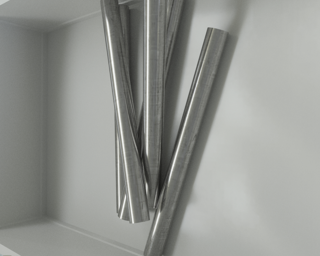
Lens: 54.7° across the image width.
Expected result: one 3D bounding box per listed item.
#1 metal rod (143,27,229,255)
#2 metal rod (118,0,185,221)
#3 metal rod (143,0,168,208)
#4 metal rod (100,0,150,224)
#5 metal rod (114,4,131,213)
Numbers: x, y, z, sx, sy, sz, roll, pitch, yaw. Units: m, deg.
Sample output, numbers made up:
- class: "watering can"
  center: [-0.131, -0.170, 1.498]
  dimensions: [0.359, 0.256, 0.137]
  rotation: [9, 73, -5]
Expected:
- class: "metal rod"
  center: [0.028, 0.030, 0.383]
  dimensions: [0.025, 0.025, 0.298]
  rotation: [25, 105, 37]
- class: "metal rod"
  center: [-0.012, -0.023, 0.407]
  dimensions: [0.025, 0.025, 0.298]
  rotation: [18, 98, 38]
- class: "metal rod"
  center: [-0.007, -0.036, 0.359]
  dimensions: [0.025, 0.025, 0.298]
  rotation: [21, 120, 38]
- class: "metal rod"
  center: [-0.047, -0.032, 0.402]
  dimensions: [0.025, 0.025, 0.299]
  rotation: [-18, 75, 38]
- class: "metal rod"
  center: [-0.054, -0.028, 0.451]
  dimensions: [0.025, 0.025, 0.298]
  rotation: [-2, 88, 40]
